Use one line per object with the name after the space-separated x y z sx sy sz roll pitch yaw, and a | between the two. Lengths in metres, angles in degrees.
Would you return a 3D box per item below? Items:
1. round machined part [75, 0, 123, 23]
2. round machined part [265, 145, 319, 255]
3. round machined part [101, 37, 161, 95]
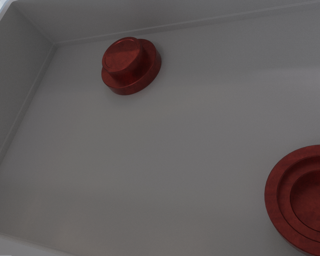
-0.113 -0.246 0.608 0.098 0.042 0.098 -13 56 21 | round machined part
0.148 0.067 0.276 0.098 0.042 0.098 -13 56 21 | round machined part
-0.051 -0.103 0.485 0.098 0.042 0.098 -13 56 21 | round machined part
